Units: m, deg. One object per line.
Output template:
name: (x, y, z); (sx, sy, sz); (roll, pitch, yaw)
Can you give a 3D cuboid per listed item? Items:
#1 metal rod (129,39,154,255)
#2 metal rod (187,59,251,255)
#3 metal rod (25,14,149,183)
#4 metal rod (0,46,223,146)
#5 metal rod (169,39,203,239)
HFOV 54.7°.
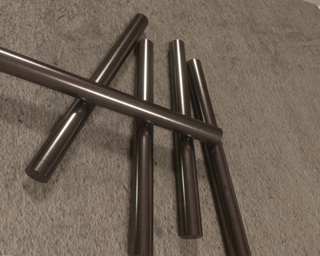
metal rod: (-0.021, 0.003, 0.392); (0.025, 0.025, 0.299); (13, 56, -22)
metal rod: (0.075, 0.028, 0.428); (0.025, 0.025, 0.299); (5, 59, -26)
metal rod: (-0.077, -0.061, 0.400); (0.025, 0.025, 0.300); (30, 52, -9)
metal rod: (-0.061, -0.035, 0.359); (0.302, 0.025, 0.025); (19, 54, -17)
metal rod: (0.032, -0.006, 0.425); (0.025, 0.025, 0.299); (12, 57, -22)
